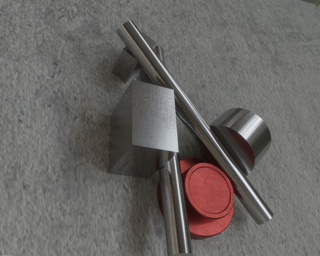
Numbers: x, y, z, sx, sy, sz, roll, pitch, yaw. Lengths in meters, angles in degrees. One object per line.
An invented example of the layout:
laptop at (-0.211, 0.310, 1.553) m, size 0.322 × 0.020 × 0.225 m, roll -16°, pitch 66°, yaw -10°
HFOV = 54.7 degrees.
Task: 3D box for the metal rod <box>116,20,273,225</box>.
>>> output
metal rod at (0.045, -0.006, 0.390) m, size 0.025 × 0.025 × 0.299 m, roll -38°, pitch 92°, yaw -39°

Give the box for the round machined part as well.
round machined part at (0.050, 0.081, 0.374) m, size 0.099 × 0.042 × 0.098 m, roll 14°, pitch 56°, yaw -21°

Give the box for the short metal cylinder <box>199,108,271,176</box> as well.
short metal cylinder at (0.100, 0.020, 0.414) m, size 0.080 × 0.080 × 0.050 m, roll 49°, pitch 51°, yaw 5°

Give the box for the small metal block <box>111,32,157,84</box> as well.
small metal block at (-0.036, -0.097, 0.430) m, size 0.025 × 0.050 × 0.050 m, roll 39°, pitch 51°, yaw -3°

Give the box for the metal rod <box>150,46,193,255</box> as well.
metal rod at (0.007, 0.004, 0.388) m, size 0.025 × 0.025 × 0.299 m, roll 11°, pitch 51°, yaw -23°

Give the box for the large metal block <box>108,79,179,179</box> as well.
large metal block at (-0.022, 0.005, 0.357) m, size 0.050 × 0.080 × 0.080 m, roll 11°, pitch 57°, yaw -23°
